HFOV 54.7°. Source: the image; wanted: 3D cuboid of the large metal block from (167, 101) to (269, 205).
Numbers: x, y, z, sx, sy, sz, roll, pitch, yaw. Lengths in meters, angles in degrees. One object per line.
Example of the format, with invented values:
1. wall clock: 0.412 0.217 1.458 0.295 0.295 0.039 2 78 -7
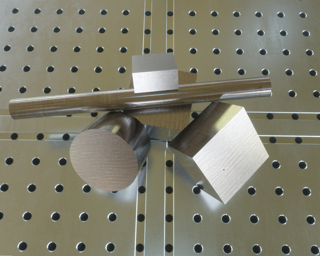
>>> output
1. large metal block: 0.070 0.027 0.363 0.080 0.050 0.080 -43 120 -14

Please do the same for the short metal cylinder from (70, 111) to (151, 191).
1. short metal cylinder: -0.056 0.026 0.362 0.080 0.079 0.050 18 28 6

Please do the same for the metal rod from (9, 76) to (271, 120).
1. metal rod: -0.021 -0.036 0.368 0.302 0.025 0.025 -5 70 -2

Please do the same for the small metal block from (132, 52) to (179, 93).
1. small metal block: -0.007 -0.066 0.366 0.050 0.025 0.050 -5 35 -2

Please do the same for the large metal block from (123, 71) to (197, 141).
1. large metal block: 0.000 -0.031 0.406 0.080 0.050 0.080 10 70 3
